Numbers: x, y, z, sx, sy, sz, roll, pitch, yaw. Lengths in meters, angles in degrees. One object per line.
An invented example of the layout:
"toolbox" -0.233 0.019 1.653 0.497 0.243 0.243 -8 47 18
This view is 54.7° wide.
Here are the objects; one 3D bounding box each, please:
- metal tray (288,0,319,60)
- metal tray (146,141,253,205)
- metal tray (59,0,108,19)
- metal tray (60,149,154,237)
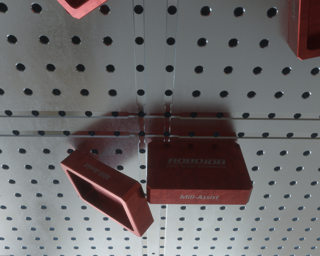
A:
"metal tray" 0.175 -0.136 0.294 0.090 0.030 0.129 -11 130 8
"metal tray" 0.048 0.058 0.418 0.131 0.090 0.030 1 127 -2
"metal tray" -0.084 -0.160 0.246 0.090 0.030 0.130 -10 136 44
"metal tray" -0.075 0.090 0.435 0.130 0.030 0.090 20 140 34
